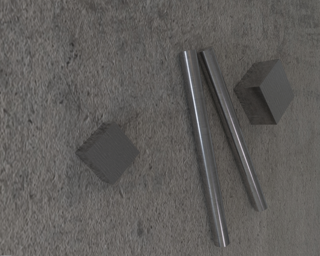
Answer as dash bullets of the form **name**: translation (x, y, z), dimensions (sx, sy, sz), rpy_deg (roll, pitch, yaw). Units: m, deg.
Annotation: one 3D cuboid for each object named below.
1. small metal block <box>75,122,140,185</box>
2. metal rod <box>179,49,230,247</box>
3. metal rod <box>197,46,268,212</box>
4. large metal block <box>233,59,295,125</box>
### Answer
- **small metal block**: translation (-0.059, 0.028, 0.355), dimensions (0.050, 0.025, 0.050), rpy_deg (-51, 120, -28)
- **metal rod**: translation (0.068, 0.036, 0.461), dimensions (0.025, 0.025, 0.298), rpy_deg (-19, 102, -38)
- **metal rod**: translation (0.123, 0.013, 0.507), dimensions (0.025, 0.025, 0.299), rpy_deg (-37, 113, -34)
- **large metal block**: translation (0.184, -0.062, 0.542), dimensions (0.080, 0.050, 0.080), rpy_deg (-49, 119, -29)
